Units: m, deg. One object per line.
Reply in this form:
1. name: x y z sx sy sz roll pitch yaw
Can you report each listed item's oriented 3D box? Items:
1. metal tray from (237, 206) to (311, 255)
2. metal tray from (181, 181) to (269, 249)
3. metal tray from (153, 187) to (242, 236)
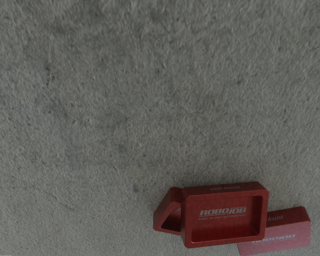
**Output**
1. metal tray: 0.205 0.193 0.571 0.131 0.030 0.090 -13 129 10
2. metal tray: 0.100 0.135 0.484 0.131 0.030 0.089 -2 105 -10
3. metal tray: 0.063 0.153 0.534 0.131 0.030 0.089 16 128 -14
